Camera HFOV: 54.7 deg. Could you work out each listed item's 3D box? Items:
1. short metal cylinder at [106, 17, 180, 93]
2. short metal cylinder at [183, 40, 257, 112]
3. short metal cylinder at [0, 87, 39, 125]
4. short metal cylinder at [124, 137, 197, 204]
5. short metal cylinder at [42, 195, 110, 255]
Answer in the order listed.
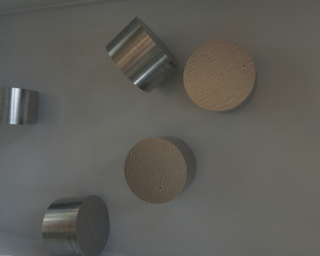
[{"bbox_3d":[-0.020,-0.091,0.388,0.050,0.080,0.080,-40,78,15],"label":"short metal cylinder"},{"bbox_3d":[0.074,-0.059,0.371,0.080,0.050,0.079,0,90,19],"label":"short metal cylinder"},{"bbox_3d":[-0.224,-0.033,0.458,0.080,0.080,0.050,5,92,19],"label":"short metal cylinder"},{"bbox_3d":[0.002,0.051,0.396,0.080,0.050,0.079,0,90,19],"label":"short metal cylinder"},{"bbox_3d":[-0.111,0.133,0.419,0.050,0.080,0.080,-9,87,19],"label":"short metal cylinder"}]
